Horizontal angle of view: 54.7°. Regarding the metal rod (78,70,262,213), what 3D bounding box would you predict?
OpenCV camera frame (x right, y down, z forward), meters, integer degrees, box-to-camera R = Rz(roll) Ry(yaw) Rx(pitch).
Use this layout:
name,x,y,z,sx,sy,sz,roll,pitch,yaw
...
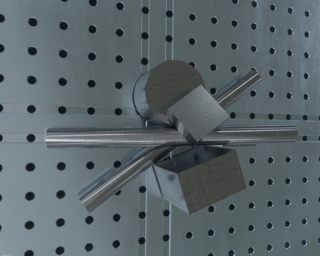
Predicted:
name,x,y,z,sx,sy,sz,roll,pitch,yaw
metal rod,0.025,0.009,0.419,0.301,0.025,0.025,-36,102,-17

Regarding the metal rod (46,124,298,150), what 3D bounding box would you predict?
name,x,y,z,sx,sy,sz,roll,pitch,yaw
metal rod,0.020,0.010,0.379,0.302,0.025,0.025,-1,91,-7

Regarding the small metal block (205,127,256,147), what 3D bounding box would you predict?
name,x,y,z,sx,sy,sz,roll,pitch,yaw
small metal block,0.097,0.012,0.432,0.050,0.050,0.025,0,90,-19

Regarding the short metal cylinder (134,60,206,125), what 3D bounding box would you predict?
name,x,y,z,sx,sy,sz,roll,pitch,yaw
short metal cylinder,0.012,-0.043,0.400,0.081,0.050,0.079,0,89,-20

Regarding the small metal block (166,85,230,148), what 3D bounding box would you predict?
name,x,y,z,sx,sy,sz,roll,pitch,yaw
small metal block,0.043,-0.014,0.363,0.050,0.025,0.050,-37,79,-16

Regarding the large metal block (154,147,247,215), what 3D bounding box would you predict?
name,x,y,z,sx,sy,sz,roll,pitch,yaw
large metal block,0.048,0.061,0.397,0.081,0.080,0.050,-19,97,-19
